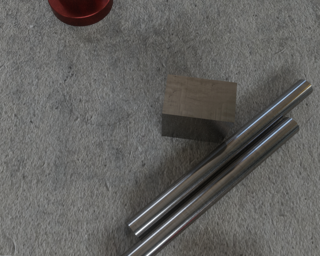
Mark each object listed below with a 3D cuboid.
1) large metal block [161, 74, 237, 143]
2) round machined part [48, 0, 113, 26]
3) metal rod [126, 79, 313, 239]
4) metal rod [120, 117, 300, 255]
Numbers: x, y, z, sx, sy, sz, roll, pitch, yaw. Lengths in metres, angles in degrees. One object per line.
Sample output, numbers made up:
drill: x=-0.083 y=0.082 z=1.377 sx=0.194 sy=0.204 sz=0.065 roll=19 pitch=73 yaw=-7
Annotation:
large metal block: x=0.045 y=-0.021 z=0.387 sx=0.080 sy=0.080 sz=0.050 roll=7 pitch=70 yaw=2
round machined part: x=-0.124 y=-0.209 z=0.474 sx=0.099 sy=0.042 sz=0.098 roll=0 pitch=70 yaw=-1
metal rod: x=0.085 y=0.031 z=0.397 sx=0.301 sy=0.025 sz=0.025 roll=-37 pitch=75 yaw=-13
metal rod: x=0.058 y=0.084 z=0.378 sx=0.301 sy=0.025 sz=0.025 roll=-37 pitch=75 yaw=-13
